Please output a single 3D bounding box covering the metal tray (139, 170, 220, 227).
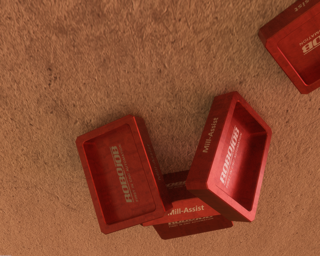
[{"bbox_3d":[0.038,0.093,0.440,0.131,0.090,0.030,-12,105,9],"label":"metal tray"}]

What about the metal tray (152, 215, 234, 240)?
[{"bbox_3d":[0.051,0.145,0.527,0.130,0.030,0.090,-15,129,12],"label":"metal tray"}]

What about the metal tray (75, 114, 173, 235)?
[{"bbox_3d":[-0.047,0.058,0.395,0.090,0.129,0.030,-22,169,17],"label":"metal tray"}]

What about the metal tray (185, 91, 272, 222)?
[{"bbox_3d":[0.087,0.033,0.367,0.090,0.130,0.030,40,147,-28],"label":"metal tray"}]

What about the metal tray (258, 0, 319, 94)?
[{"bbox_3d":[0.182,-0.103,0.317,0.130,0.030,0.090,-35,122,26],"label":"metal tray"}]
